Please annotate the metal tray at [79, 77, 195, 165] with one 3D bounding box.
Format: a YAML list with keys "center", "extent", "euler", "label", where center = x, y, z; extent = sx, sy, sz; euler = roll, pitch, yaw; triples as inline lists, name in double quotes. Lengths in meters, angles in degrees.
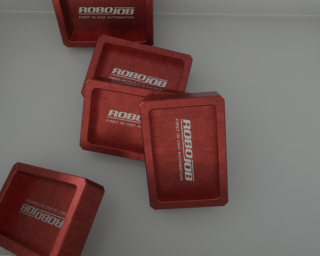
- center: [-0.028, -0.008, 0.384]
  extent: [0.131, 0.030, 0.089]
  euler: [10, 106, 3]
  label: "metal tray"

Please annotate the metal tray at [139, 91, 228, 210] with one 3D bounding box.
- center: [0.029, 0.027, 0.356]
  extent: [0.090, 0.030, 0.129]
  euler: [-4, 105, 4]
  label: "metal tray"

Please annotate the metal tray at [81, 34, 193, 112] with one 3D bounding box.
- center: [-0.030, -0.066, 0.420]
  extent: [0.131, 0.030, 0.090]
  euler: [14, 82, 4]
  label: "metal tray"

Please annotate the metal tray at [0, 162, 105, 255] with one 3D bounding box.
- center: [-0.131, 0.092, 0.339]
  extent: [0.130, 0.030, 0.090]
  euler: [5, 66, 34]
  label: "metal tray"

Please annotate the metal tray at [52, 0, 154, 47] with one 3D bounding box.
- center: [-0.075, -0.158, 0.429]
  extent: [0.131, 0.089, 0.030]
  euler: [0, 47, 0]
  label: "metal tray"
